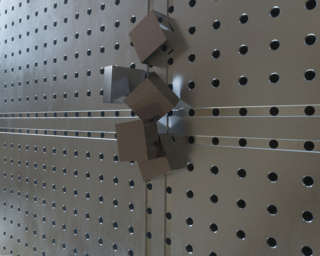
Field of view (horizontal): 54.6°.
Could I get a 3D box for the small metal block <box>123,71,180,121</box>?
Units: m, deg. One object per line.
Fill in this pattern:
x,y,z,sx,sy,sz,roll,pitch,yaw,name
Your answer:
-0.011,-0.037,0.404,0.050,0.025,0.050,46,123,-9,small metal block

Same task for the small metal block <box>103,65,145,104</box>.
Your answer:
-0.050,-0.058,0.432,0.025,0.050,0.050,8,95,56,small metal block

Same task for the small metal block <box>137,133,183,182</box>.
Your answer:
-0.004,0.040,0.414,0.050,0.025,0.050,-30,72,36,small metal block

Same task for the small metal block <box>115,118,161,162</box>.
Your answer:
-0.029,0.016,0.400,0.050,0.025,0.050,-8,88,40,small metal block

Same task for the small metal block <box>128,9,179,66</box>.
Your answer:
-0.010,-0.121,0.419,0.050,0.025,0.050,-35,69,34,small metal block
